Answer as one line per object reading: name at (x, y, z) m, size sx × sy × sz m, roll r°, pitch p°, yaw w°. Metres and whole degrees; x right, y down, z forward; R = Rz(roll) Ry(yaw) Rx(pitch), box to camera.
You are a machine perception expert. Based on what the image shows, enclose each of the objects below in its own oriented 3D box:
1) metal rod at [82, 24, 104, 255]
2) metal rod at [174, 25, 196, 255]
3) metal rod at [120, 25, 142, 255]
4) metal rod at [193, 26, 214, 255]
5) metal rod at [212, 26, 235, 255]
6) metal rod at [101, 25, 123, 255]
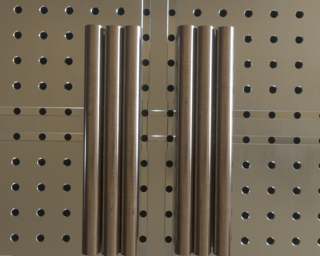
metal rod at (-0.089, 0.015, 0.412) m, size 0.025 × 0.025 × 0.298 m, roll 1°, pitch 90°, yaw 0°
metal rod at (0.033, 0.016, 0.413) m, size 0.025 × 0.025 × 0.298 m, roll 1°, pitch 90°, yaw 0°
metal rod at (-0.038, 0.016, 0.413) m, size 0.025 × 0.025 × 0.298 m, roll 1°, pitch 90°, yaw 0°
metal rod at (0.058, 0.017, 0.413) m, size 0.025 × 0.025 × 0.298 m, roll 1°, pitch 90°, yaw 0°
metal rod at (0.085, 0.017, 0.413) m, size 0.025 × 0.025 × 0.298 m, roll 1°, pitch 90°, yaw 0°
metal rod at (-0.063, 0.017, 0.412) m, size 0.025 × 0.025 × 0.298 m, roll 1°, pitch 90°, yaw 0°
